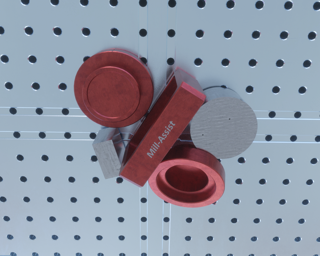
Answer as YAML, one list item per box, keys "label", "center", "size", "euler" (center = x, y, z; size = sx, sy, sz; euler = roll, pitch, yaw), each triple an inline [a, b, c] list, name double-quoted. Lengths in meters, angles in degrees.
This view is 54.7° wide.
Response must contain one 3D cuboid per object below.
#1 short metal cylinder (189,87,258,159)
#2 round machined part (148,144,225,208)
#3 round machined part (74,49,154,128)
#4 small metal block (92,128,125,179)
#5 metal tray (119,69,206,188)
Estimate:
- label: "short metal cylinder"
  center: [0.076, -0.007, 0.394]
  size: [0.081, 0.050, 0.079]
  euler: [0, 110, 0]
- label: "round machined part"
  center: [0.037, 0.059, 0.410]
  size: [0.098, 0.042, 0.097]
  euler: [7, 132, 8]
- label: "round machined part"
  center: [-0.057, -0.045, 0.382]
  size: [0.099, 0.042, 0.097]
  euler: [0, 110, 0]
- label: "small metal block"
  center: [-0.064, 0.031, 0.406]
  size: [0.025, 0.050, 0.050]
  euler: [-14, 110, 5]
- label: "metal tray"
  center: [0.001, -0.003, 0.373]
  size: [0.030, 0.090, 0.129]
  euler: [31, 107, -11]
